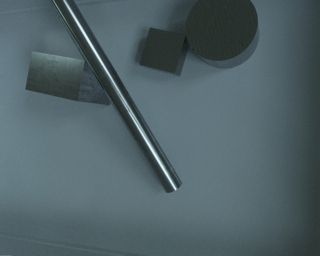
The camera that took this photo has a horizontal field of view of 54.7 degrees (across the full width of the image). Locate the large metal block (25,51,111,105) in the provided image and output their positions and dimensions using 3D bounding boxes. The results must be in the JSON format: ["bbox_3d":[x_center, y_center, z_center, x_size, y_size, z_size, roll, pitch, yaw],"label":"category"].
[{"bbox_3d":[-0.118,-0.065,0.421,0.080,0.080,0.050,13,95,19],"label":"large metal block"}]

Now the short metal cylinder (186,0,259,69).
[{"bbox_3d":[0.076,-0.115,0.370,0.080,0.050,0.079,0,90,19],"label":"short metal cylinder"}]

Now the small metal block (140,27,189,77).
[{"bbox_3d":[0.007,-0.100,0.407,0.050,0.025,0.050,18,96,18],"label":"small metal block"}]

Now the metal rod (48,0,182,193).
[{"bbox_3d":[-0.056,-0.049,0.375,0.025,0.025,0.299,-27,102,18],"label":"metal rod"}]
